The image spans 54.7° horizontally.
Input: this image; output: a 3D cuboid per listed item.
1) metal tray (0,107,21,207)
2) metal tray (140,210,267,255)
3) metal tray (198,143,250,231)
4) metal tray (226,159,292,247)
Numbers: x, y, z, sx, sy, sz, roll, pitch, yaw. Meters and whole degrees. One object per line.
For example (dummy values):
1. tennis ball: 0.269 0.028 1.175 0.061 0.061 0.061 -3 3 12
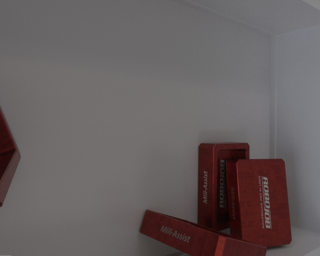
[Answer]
1. metal tray: -0.137 0.000 0.222 0.030 0.130 0.089 -21 104 -16
2. metal tray: 0.049 0.136 0.379 0.090 0.130 0.030 27 74 -37
3. metal tray: 0.102 0.088 0.488 0.091 0.030 0.129 1 90 -40
4. metal tray: 0.152 0.113 0.478 0.091 0.030 0.129 2 81 -21
